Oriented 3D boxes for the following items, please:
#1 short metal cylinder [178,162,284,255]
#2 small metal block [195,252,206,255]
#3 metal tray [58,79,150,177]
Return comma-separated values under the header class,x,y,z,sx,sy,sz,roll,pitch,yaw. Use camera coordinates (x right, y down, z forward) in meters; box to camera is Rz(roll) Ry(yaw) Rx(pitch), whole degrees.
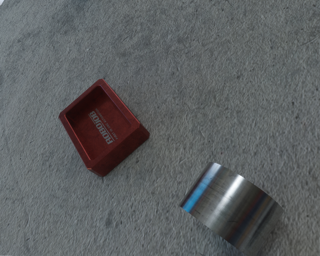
class,x,y,z,sx,sy,sz,roll,pitch,yaw
short metal cylinder,0.065,0.075,0.288,0.080,0.080,0.050,29,78,37
small metal block,0.053,0.140,0.274,0.050,0.050,0.025,31,79,38
metal tray,-0.085,-0.005,0.447,0.090,0.030,0.130,-41,51,0
